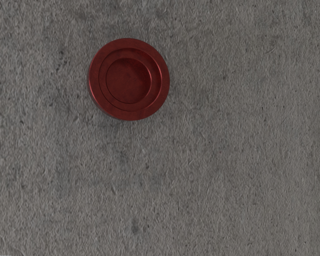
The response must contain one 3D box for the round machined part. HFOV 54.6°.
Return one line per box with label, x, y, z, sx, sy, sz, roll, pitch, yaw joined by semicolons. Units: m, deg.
round machined part;-0.041;-0.058;0.385;0.099;0.042;0.097;0;90;-20
